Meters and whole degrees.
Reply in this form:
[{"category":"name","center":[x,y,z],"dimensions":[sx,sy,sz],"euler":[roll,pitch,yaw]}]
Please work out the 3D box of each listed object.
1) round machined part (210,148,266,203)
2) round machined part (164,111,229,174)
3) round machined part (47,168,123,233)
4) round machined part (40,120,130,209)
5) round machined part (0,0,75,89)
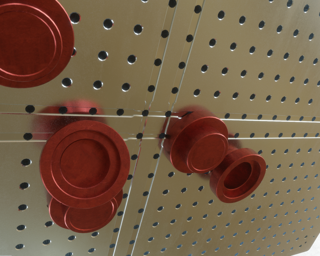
[{"category":"round machined part","center":[0.124,0.074,0.516],"dimensions":[0.099,0.042,0.097],"euler":[-14,125,-21]},{"category":"round machined part","center":[0.060,0.027,0.452],"dimensions":[0.099,0.042,0.097],"euler":[-14,125,-21]},{"category":"round machined part","center":[-0.095,0.100,0.411],"dimensions":[0.099,0.042,0.097],"euler":[-14,125,-21]},{"category":"round machined part","center":[-0.088,0.041,0.360],"dimensions":[0.099,0.042,0.097],"euler":[1,86,-24]},{"category":"round machined part","center":[-0.127,-0.081,0.281],"dimensions":[0.099,0.042,0.097],"euler":[-14,124,-21]}]
